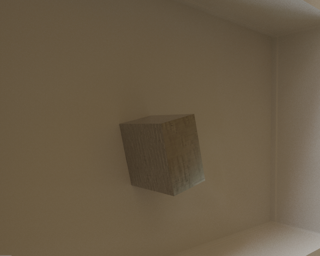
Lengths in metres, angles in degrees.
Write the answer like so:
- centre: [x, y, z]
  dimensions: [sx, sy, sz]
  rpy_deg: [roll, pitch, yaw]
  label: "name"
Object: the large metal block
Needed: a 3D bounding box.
- centre: [0.001, 0.028, 0.371]
  dimensions: [0.050, 0.080, 0.080]
  rpy_deg: [-17, 101, -39]
  label: "large metal block"
